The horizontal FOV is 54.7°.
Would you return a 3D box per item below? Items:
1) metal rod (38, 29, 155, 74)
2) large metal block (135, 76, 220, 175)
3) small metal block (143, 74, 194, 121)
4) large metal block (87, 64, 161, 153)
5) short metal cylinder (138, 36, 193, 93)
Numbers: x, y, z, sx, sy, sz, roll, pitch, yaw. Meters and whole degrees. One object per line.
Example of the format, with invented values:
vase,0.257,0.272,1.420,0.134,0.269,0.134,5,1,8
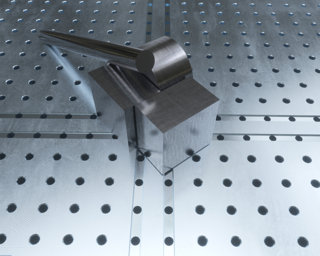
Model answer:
metal rod,-0.108,-0.116,0.436,0.025,0.025,0.300,-34,37,-25
large metal block,0.020,-0.003,0.372,0.081,0.080,0.050,-31,57,-23
small metal block,0.012,-0.045,0.446,0.050,0.025,0.050,-34,58,-26
large metal block,-0.044,-0.029,0.397,0.050,0.080,0.080,-31,57,-23
short metal cylinder,-0.003,-0.071,0.398,0.050,0.080,0.080,-30,56,-23
